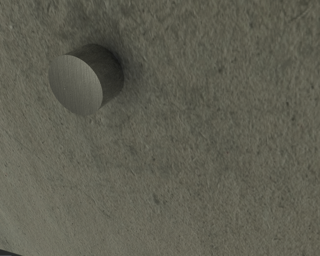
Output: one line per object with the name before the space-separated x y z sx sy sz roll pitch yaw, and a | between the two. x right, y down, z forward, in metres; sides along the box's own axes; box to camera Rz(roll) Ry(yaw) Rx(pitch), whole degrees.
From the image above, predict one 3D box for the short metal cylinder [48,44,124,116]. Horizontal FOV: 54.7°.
short metal cylinder | -0.094 -0.063 0.400 0.080 0.050 0.079 13 124 20
